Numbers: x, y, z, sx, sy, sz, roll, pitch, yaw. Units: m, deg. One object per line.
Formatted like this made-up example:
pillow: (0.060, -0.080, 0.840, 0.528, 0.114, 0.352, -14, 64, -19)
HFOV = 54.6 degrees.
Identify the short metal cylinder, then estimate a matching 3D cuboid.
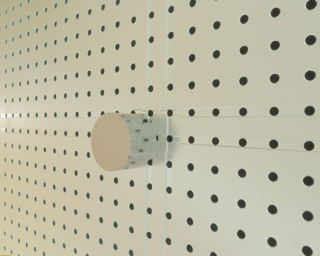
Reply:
short metal cylinder: (-0.052, 0.019, 0.437, 0.080, 0.050, 0.080, 0, 90, 40)
